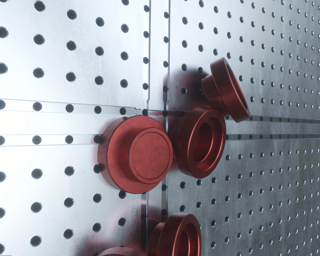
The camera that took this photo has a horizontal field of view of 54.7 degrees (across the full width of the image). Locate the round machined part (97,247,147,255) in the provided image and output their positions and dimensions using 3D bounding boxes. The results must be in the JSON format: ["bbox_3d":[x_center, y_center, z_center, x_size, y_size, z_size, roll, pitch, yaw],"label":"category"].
[{"bbox_3d":[-0.038,0.180,0.344,0.042,0.098,0.097,-4,94,-76],"label":"round machined part"}]

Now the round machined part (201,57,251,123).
[{"bbox_3d":[0.095,-0.052,0.461,0.098,0.042,0.098,51,25,-35],"label":"round machined part"}]

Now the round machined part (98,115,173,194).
[{"bbox_3d":[-0.022,0.033,0.381,0.099,0.042,0.097,0,90,-40],"label":"round machined part"}]

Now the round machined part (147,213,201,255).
[{"bbox_3d":[0.017,0.160,0.401,0.098,0.042,0.097,9,80,-63],"label":"round machined part"}]

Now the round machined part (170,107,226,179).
[{"bbox_3d":[0.050,0.018,0.432,0.099,0.042,0.097,-20,116,-47],"label":"round machined part"}]
